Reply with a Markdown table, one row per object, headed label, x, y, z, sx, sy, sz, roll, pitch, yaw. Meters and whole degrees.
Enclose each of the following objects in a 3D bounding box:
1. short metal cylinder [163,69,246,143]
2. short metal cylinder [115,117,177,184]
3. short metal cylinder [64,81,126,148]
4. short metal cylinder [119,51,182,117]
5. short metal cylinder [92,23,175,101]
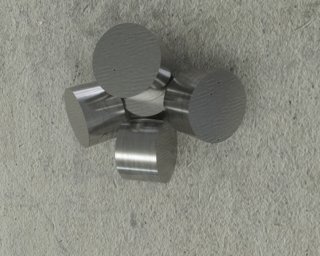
| label | x | y | z | sx | sy | sz | roll | pitch | yaw |
| --- | --- | --- | --- | --- | --- | --- | --- | --- | --- |
| short metal cylinder | 0.051 | -0.027 | 0.356 | 0.050 | 0.081 | 0.079 | 22 | 99 | 57 |
| short metal cylinder | -0.014 | 0.026 | 0.384 | 0.050 | 0.080 | 0.079 | 2 | 91 | 20 |
| short metal cylinder | -0.086 | -0.019 | 0.405 | 0.080 | 0.050 | 0.079 | 39 | 139 | 45 |
| short metal cylinder | -0.009 | -0.054 | 0.399 | 0.080 | 0.050 | 0.079 | 0 | 90 | 19 |
| short metal cylinder | -0.028 | -0.072 | 0.352 | 0.080 | 0.050 | 0.079 | 0 | 90 | 19 |
